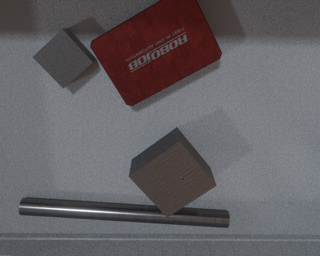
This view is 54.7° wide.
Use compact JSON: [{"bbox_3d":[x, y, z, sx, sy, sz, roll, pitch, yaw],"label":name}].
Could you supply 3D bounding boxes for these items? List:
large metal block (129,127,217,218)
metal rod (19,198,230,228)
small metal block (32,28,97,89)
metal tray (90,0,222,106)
[{"bbox_3d":[0.017,0.060,0.420,0.080,0.050,0.080,-36,107,12],"label":"large metal block"},{"bbox_3d":[-0.050,0.125,0.456,0.302,0.025,0.025,4,110,-2],"label":"metal rod"},{"bbox_3d":[-0.115,-0.085,0.378,0.050,0.025,0.050,-38,106,12],"label":"small metal block"},{"bbox_3d":[-0.004,-0.096,0.373,0.130,0.030,0.090,-28,108,9],"label":"metal tray"}]
